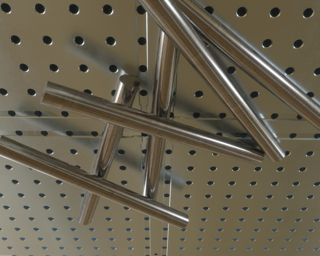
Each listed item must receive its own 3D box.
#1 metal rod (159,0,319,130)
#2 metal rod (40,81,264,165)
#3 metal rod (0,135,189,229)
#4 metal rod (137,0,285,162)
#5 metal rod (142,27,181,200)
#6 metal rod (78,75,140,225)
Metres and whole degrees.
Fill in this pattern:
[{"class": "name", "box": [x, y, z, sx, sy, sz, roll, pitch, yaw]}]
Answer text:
[{"class": "metal rod", "box": [0.096, -0.077, 0.346, 0.301, 0.025, 0.025, 30, 124, -23]}, {"class": "metal rod", "box": [0.012, 0.003, 0.381, 0.302, 0.025, 0.025, 17, 129, -26]}, {"class": "metal rod", "box": [-0.083, 0.086, 0.449, 0.301, 0.025, 0.025, 28, 125, -22]}, {"class": "metal rod", "box": [0.076, -0.043, 0.357, 0.025, 0.025, 0.301, -30, 130, 23]}, {"class": "metal rod", "box": [-0.003, 0.010, 0.419, 0.025, 0.025, 0.298, 5, 130, -4]}, {"class": "metal rod", "box": [-0.084, 0.052, 0.454, 0.025, 0.025, 0.298, 15, 129, -12]}]
